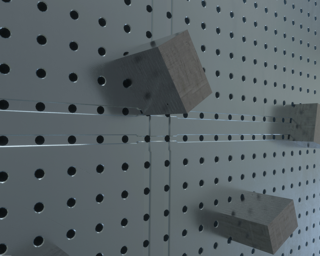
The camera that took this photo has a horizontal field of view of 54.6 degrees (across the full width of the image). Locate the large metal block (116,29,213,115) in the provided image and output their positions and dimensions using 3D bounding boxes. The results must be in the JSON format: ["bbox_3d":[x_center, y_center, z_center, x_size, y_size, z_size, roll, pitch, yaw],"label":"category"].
[{"bbox_3d":[0.005,-0.063,0.376,0.050,0.080,0.080,-39,114,-33],"label":"large metal block"}]

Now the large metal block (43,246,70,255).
[{"bbox_3d":[-0.111,0.179,0.300,0.081,0.050,0.080,-29,108,-36],"label":"large metal block"}]

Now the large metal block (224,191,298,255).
[{"bbox_3d":[0.167,0.152,0.512,0.081,0.080,0.050,-25,106,-37],"label":"large metal block"}]

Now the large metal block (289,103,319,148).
[{"bbox_3d":[0.325,-0.003,0.663,0.080,0.050,0.080,17,79,-39],"label":"large metal block"}]
